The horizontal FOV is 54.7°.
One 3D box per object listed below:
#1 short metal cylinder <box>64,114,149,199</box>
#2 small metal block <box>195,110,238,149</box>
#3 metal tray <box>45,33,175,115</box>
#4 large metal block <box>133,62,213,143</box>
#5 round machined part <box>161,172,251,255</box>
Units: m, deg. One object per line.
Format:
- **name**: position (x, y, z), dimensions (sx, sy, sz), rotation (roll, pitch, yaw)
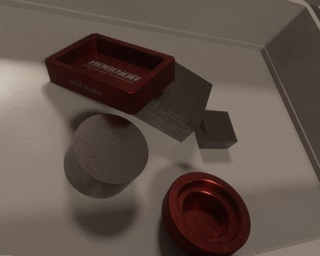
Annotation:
- **short metal cylinder**: position (-0.060, 0.031, 0.340), dimensions (0.081, 0.050, 0.080), rotation (14, 56, -21)
- **small metal block**: position (0.078, 0.003, 0.448), dimensions (0.050, 0.025, 0.050), rotation (2, 61, -28)
- **metal tray**: position (-0.059, -0.071, 0.375), dimensions (0.130, 0.030, 0.090), rotation (23, 46, 24)
- **large metal block**: position (0.018, -0.040, 0.425), dimensions (0.080, 0.050, 0.080), rotation (30, 52, -10)
- **round machined part**: position (0.048, 0.102, 0.351), dimensions (0.099, 0.042, 0.098), rotation (13, 44, -13)
